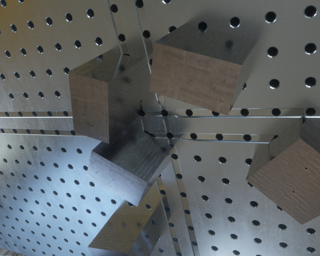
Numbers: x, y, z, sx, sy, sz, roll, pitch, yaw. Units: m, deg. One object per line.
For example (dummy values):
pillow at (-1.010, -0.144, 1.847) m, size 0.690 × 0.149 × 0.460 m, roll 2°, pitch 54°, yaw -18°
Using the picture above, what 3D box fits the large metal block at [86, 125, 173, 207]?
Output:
large metal block at (-0.040, 0.046, 0.424) m, size 0.080 × 0.080 × 0.050 m, roll 28°, pitch 128°, yaw 10°

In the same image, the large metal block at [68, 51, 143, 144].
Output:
large metal block at (-0.063, -0.040, 0.383) m, size 0.050 × 0.080 × 0.079 m, roll 17°, pitch 125°, yaw 18°

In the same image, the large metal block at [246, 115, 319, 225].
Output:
large metal block at (0.157, 0.047, 0.341) m, size 0.080 × 0.050 × 0.080 m, roll 39°, pitch 129°, yaw 1°

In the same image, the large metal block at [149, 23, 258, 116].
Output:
large metal block at (0.045, -0.063, 0.312) m, size 0.080 × 0.080 × 0.050 m, roll 19°, pitch 126°, yaw 16°

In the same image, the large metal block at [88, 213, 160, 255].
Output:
large metal block at (-0.059, 0.194, 0.525) m, size 0.080 × 0.080 × 0.050 m, roll -5°, pitch 116°, yaw 30°
